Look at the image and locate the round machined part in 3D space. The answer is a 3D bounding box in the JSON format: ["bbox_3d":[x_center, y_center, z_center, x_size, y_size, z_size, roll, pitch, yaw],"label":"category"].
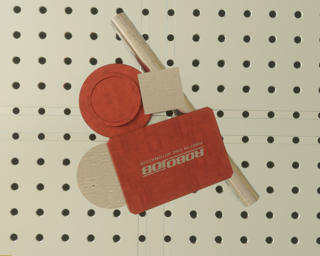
[{"bbox_3d":[-0.056,-0.035,0.400,0.099,0.042,0.097,0,90,1],"label":"round machined part"}]

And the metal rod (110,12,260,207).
[{"bbox_3d":[0.033,-0.024,0.410,0.025,0.025,0.299,-36,90,0],"label":"metal rod"}]

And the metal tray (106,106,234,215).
[{"bbox_3d":[0.012,0.036,0.369,0.131,0.030,0.090,-18,90,-13],"label":"metal tray"}]

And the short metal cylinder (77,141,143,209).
[{"bbox_3d":[-0.060,0.057,0.396,0.081,0.050,0.079,0,90,0],"label":"short metal cylinder"}]

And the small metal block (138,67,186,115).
[{"bbox_3d":[0.003,-0.046,0.386,0.050,0.025,0.050,-10,93,5],"label":"small metal block"}]
